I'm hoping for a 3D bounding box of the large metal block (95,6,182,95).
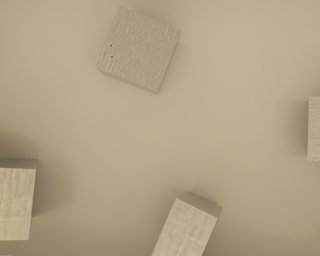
[{"bbox_3d":[-0.026,-0.096,0.398,0.080,0.050,0.080,21,90,0],"label":"large metal block"}]

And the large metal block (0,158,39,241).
[{"bbox_3d":[-0.180,0.082,0.376,0.050,0.080,0.080,6,90,-20],"label":"large metal block"}]

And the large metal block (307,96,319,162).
[{"bbox_3d":[0.230,0.002,0.384,0.080,0.050,0.080,2,90,29],"label":"large metal block"}]

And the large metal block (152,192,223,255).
[{"bbox_3d":[0.035,0.129,0.379,0.050,0.080,0.080,23,90,17],"label":"large metal block"}]
